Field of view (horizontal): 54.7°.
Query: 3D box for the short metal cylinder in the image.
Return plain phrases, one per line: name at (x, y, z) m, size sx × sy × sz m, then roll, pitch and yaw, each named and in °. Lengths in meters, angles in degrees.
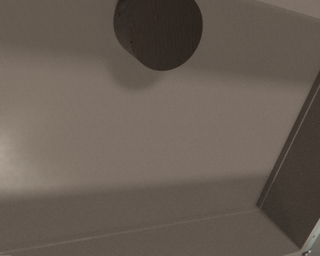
short metal cylinder at (-0.003, -0.107, 0.326) m, size 0.081 × 0.050 × 0.079 m, roll -14°, pitch 125°, yaw -21°
